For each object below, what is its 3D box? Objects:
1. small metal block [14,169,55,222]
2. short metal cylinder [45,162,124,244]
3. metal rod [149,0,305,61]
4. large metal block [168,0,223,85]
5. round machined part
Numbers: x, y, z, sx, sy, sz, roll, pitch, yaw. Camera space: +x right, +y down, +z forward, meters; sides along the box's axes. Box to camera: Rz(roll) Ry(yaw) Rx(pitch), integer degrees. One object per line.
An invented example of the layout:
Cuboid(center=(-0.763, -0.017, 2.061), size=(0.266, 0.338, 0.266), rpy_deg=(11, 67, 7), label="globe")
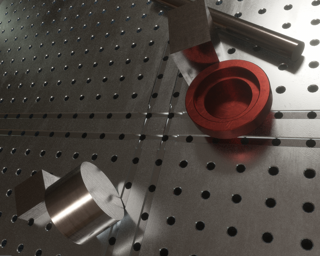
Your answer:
Cuboid(center=(-0.175, 0.096, 0.439), size=(0.050, 0.025, 0.050), rpy_deg=(-33, 52, 6), label="small metal block")
Cuboid(center=(-0.087, 0.087, 0.364), size=(0.050, 0.080, 0.080), rpy_deg=(-35, 52, 5), label="short metal cylinder")
Cuboid(center=(0.078, -0.168, 0.469), size=(0.025, 0.025, 0.300), rpy_deg=(-47, 52, -5), label="metal rod")
Cuboid(center=(0.051, -0.108, 0.412), size=(0.050, 0.080, 0.080), rpy_deg=(-15, 56, 20), label="large metal block")
Cuboid(center=(0.083, -0.030, 0.371), size=(0.098, 0.042, 0.098), rpy_deg=(-12, 57, 20), label="round machined part")
